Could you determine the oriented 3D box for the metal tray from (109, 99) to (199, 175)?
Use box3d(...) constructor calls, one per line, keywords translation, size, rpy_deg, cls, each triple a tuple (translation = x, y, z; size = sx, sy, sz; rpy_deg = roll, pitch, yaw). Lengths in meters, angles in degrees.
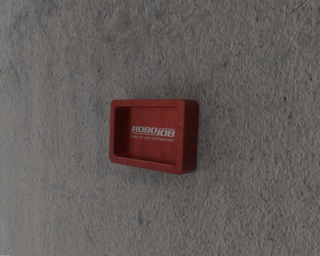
box3d(translation=(-0.013, 0.007, 0.412), size=(0.130, 0.030, 0.090), rpy_deg=(4, 93, 40), cls="metal tray")
